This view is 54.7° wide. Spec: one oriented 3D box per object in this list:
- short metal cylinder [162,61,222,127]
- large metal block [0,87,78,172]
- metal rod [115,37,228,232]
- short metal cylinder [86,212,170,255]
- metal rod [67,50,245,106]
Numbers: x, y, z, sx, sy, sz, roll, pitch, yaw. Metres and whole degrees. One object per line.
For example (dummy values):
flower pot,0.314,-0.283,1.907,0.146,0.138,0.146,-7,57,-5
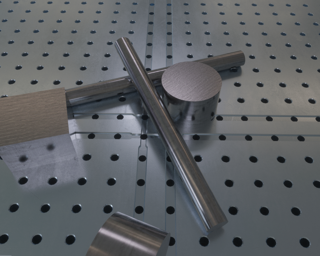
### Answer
short metal cylinder,0.042,-0.048,0.432,0.081,0.050,0.080,0,50,0
large metal block,-0.153,0.000,0.390,0.081,0.050,0.080,-11,51,-10
metal rod,0.001,-0.013,0.397,0.025,0.025,0.299,-18,59,-15
short metal cylinder,-0.029,0.121,0.270,0.050,0.080,0.080,18,52,14
metal rod,-0.010,-0.075,0.470,0.302,0.025,0.025,-15,52,-13
